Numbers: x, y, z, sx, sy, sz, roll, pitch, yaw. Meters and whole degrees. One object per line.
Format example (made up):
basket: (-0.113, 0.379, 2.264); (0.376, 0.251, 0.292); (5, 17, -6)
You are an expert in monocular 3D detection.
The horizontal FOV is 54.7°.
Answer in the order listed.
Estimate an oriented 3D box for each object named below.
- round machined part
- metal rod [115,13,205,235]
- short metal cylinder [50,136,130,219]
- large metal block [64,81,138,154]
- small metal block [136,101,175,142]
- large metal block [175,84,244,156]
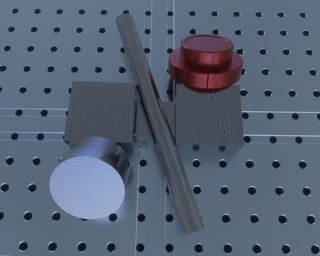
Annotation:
round machined part: (0.061, -0.094, 0.411); (0.099, 0.042, 0.098); (1, 35, 0)
metal rod: (-0.007, -0.020, 0.391); (0.025, 0.025, 0.299); (-16, 71, -6)
short metal cylinder: (-0.077, 0.056, 0.355); (0.080, 0.050, 0.079); (0, 113, 1)
large metal block: (-0.072, -0.013, 0.403); (0.081, 0.050, 0.080); (2, 70, 0)
small metal block: (-0.006, -0.008, 0.415); (0.050, 0.025, 0.050); (1, 70, 0)
large metal block: (0.060, -0.009, 0.403); (0.081, 0.050, 0.080); (1, 70, 0)
